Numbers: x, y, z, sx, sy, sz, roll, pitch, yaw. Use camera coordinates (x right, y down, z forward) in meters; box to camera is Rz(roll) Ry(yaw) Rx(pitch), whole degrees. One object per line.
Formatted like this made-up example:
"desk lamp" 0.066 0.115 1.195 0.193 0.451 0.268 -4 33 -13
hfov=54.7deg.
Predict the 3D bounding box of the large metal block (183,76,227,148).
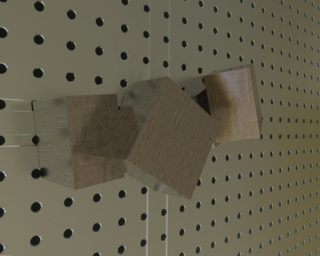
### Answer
"large metal block" 0.072 -0.027 0.455 0.080 0.050 0.080 -37 113 -34

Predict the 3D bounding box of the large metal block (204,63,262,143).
"large metal block" 0.094 -0.034 0.385 0.080 0.050 0.079 -37 117 -66

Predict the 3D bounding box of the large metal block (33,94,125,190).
"large metal block" -0.082 0.010 0.305 0.050 0.080 0.079 -8 96 -40

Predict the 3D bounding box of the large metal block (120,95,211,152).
"large metal block" 0.004 -0.005 0.378 0.080 0.080 0.050 24 75 -38

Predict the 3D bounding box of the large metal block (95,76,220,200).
"large metal block" 0.001 0.011 0.290 0.080 0.050 0.080 38 67 -33
